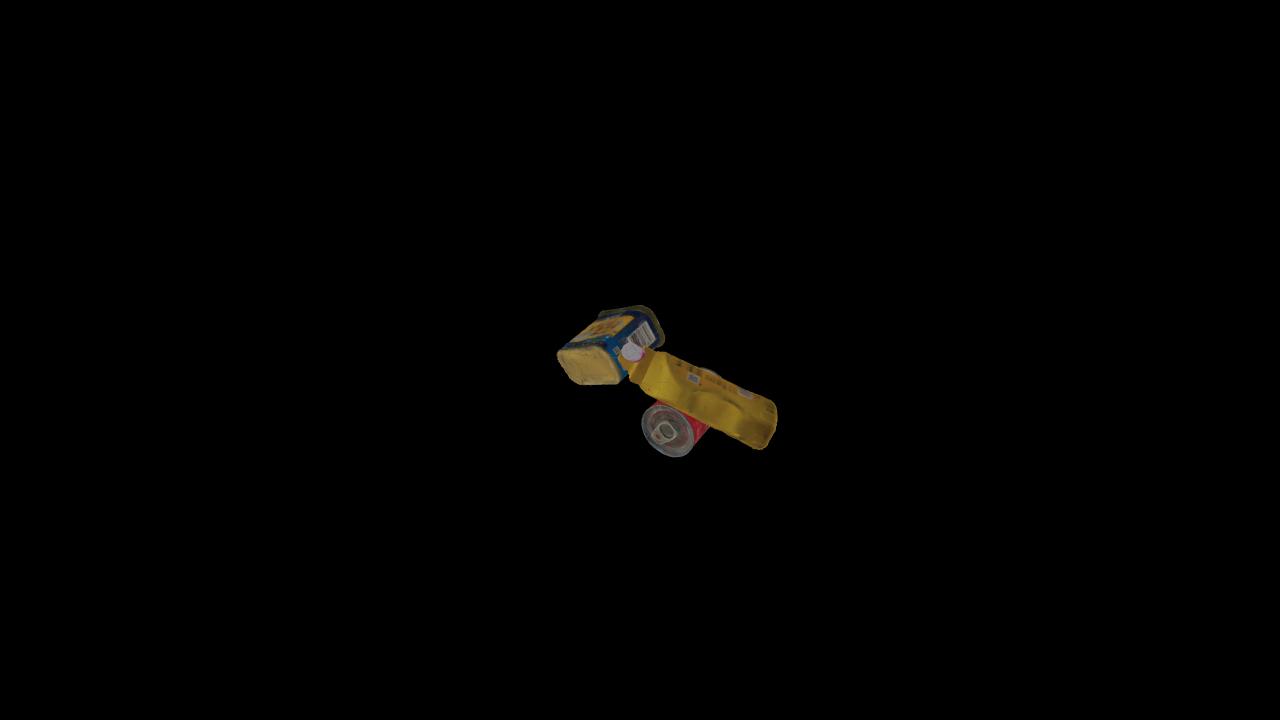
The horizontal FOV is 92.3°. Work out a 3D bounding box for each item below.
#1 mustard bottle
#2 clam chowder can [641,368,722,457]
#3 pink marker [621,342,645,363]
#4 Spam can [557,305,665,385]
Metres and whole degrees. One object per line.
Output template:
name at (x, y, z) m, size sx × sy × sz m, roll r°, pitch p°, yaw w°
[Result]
mustard bottle at (0.058, 0.033, 0.678) m, size 0.184 × 0.054 × 0.092 m, roll 26°, pitch 20°, yaw -3°
clam chowder can at (0.056, 0.059, 0.727) m, size 0.068 × 0.068 × 0.102 m, roll 0°, pitch 25°, yaw 35°
pink marker at (0.007, -0.002, 0.694) m, size 0.020 × 0.020 × 0.121 m, roll 0°, pitch -7°, yaw 17°
Spam can at (-0.036, -0.016, 0.721) m, size 0.101 × 0.058 × 0.085 m, roll -5°, pitch 31°, yaw 48°
